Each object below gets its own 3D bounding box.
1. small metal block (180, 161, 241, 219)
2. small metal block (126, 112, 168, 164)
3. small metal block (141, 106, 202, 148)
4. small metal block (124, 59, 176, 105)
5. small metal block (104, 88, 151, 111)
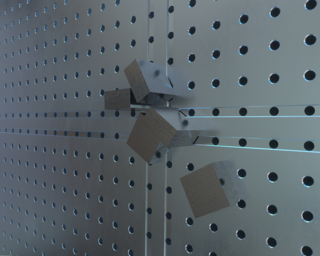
[{"bbox_3d":[0.058,0.072,0.363,0.050,0.025,0.050,-33,70,35],"label":"small metal block"},{"bbox_3d":[-0.013,0.013,0.421,0.050,0.025,0.050,39,114,33],"label":"small metal block"},{"bbox_3d":[0.014,-0.002,0.382,0.050,0.050,0.025,43,116,31],"label":"small metal block"},{"bbox_3d":[-0.013,-0.059,0.405,0.025,0.050,0.050,-36,68,34],"label":"small metal block"},{"bbox_3d":[-0.041,-0.038,0.428,0.050,0.050,0.025,-1,89,40],"label":"small metal block"}]
